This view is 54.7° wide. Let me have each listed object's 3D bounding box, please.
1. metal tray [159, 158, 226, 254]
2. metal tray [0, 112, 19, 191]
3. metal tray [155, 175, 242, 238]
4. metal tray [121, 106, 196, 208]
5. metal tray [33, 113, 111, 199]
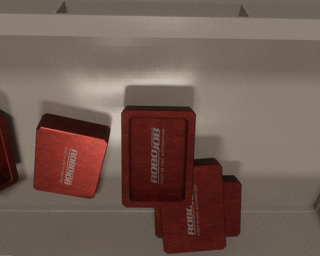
[{"bbox_3d":[0.046,0.113,0.451,0.091,0.030,0.129,-5,100,0],"label":"metal tray"},{"bbox_3d":[-0.241,0.042,0.400,0.030,0.091,0.129,35,135,26],"label":"metal tray"},{"bbox_3d":[0.058,0.122,0.483,0.131,0.030,0.089,-1,100,0],"label":"metal tray"},{"bbox_3d":[-0.003,0.038,0.401,0.091,0.030,0.129,1,103,-2],"label":"metal tray"},{"bbox_3d":[-0.128,0.045,0.442,0.091,0.030,0.129,12,129,-11],"label":"metal tray"}]
